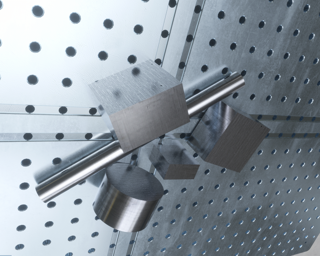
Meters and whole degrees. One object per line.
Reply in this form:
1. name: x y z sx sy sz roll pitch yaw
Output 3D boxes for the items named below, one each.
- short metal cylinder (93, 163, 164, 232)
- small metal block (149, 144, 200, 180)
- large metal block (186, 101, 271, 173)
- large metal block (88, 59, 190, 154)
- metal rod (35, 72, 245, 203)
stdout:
1. short metal cylinder: -0.042 0.090 0.409 0.081 0.080 0.050 12 112 -34
2. small metal block: 0.020 0.048 0.437 0.050 0.050 0.025 5 116 -31
3. large metal block: 0.100 0.012 0.456 0.080 0.050 0.080 21 107 -36
4. large metal block: -0.025 -0.028 0.347 0.080 0.080 0.050 -25 128 -13
5. metal rod: -0.018 0.007 0.406 0.301 0.025 0.025 -30 129 -9
